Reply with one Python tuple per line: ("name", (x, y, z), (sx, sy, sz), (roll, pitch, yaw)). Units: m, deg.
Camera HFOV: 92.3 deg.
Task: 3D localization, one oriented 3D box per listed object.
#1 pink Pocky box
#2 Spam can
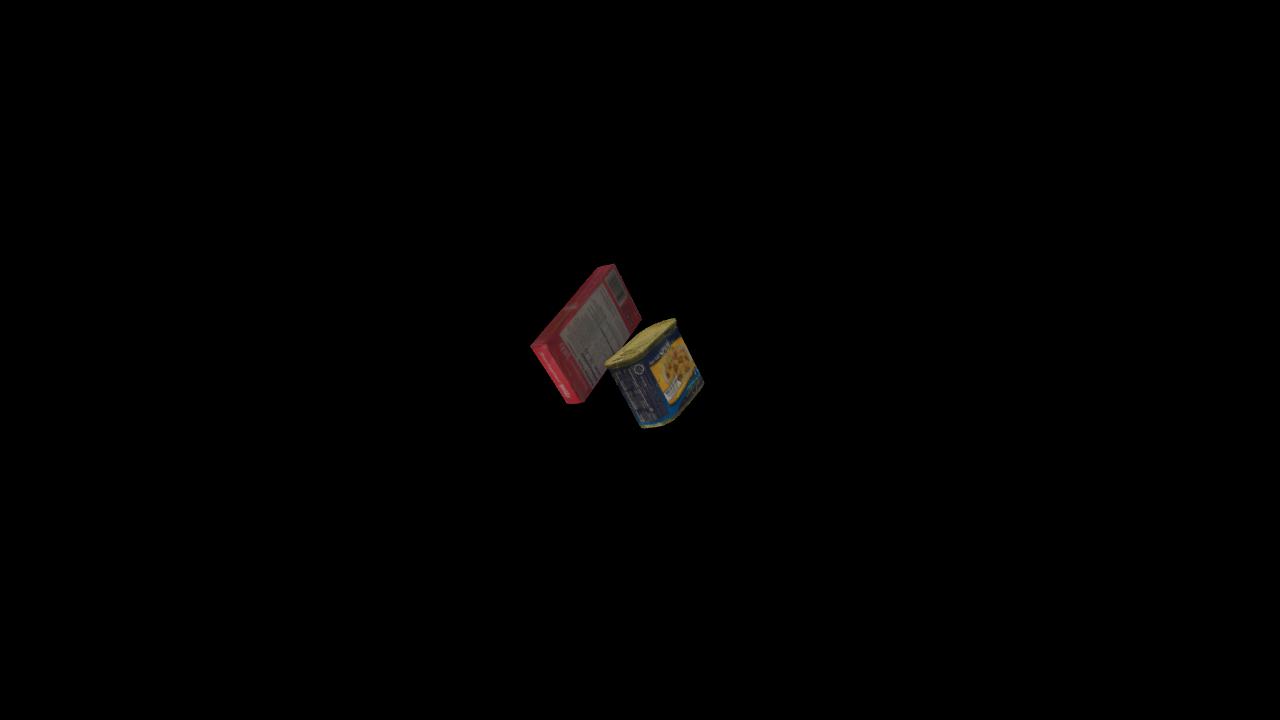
("pink Pocky box", (-0.056, -0.032, 0.697), (0.029, 0.084, 0.155), (-4, 38, 36))
("Spam can", (0.020, 0.015, 0.685), (0.058, 0.085, 0.101), (-17, 18, 40))
